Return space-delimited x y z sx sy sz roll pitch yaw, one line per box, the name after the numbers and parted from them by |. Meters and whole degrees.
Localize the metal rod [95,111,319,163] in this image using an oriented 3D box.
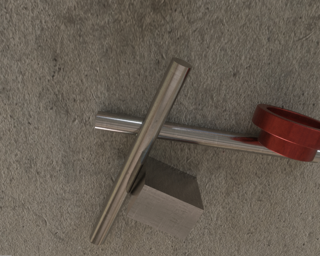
0.067 0.013 0.415 0.302 0.025 0.025 9 110 -4 | metal rod

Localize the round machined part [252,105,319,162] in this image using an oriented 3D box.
0.159 0.007 0.375 0.099 0.098 0.042 14 107 -6 | round machined part

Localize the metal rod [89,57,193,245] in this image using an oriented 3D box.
-0.035 0.048 0.406 0.025 0.025 0.298 22 116 -9 | metal rod

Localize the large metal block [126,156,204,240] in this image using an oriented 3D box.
0.006 0.090 0.414 0.080 0.080 0.050 26 108 -10 | large metal block
